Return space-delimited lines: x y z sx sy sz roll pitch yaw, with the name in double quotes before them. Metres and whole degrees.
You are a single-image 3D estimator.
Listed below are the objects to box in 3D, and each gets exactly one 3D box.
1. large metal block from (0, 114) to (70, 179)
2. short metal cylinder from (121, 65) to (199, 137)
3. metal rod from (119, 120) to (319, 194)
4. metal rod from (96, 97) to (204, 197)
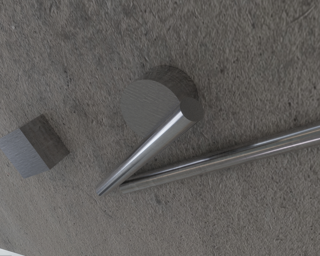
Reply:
"large metal block" -0.215 0.032 0.524 0.080 0.050 0.080 -20 108 35
"short metal cylinder" 0.000 -0.029 0.372 0.080 0.050 0.079 13 124 21
"metal rod" 0.057 0.048 0.405 0.299 0.025 0.025 -22 107 36
"metal rod" -0.034 0.043 0.402 0.025 0.025 0.299 43 144 -2
